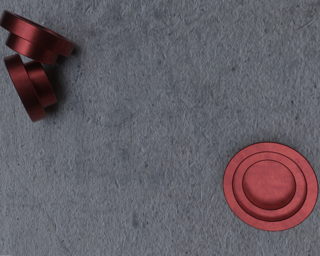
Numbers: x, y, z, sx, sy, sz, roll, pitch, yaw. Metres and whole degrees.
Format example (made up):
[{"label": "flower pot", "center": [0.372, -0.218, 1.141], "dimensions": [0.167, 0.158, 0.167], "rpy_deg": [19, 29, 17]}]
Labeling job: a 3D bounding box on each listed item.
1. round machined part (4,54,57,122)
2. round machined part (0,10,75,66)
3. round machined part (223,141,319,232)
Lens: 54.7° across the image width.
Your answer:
[{"label": "round machined part", "center": [-0.181, -0.060, 0.445], "dimensions": [0.042, 0.098, 0.098], "rpy_deg": [-24, 81, -18]}, {"label": "round machined part", "center": [-0.173, -0.121, 0.431], "dimensions": [0.098, 0.098, 0.042], "rpy_deg": [30, 100, 17]}, {"label": "round machined part", "center": [0.125, 0.064, 0.356], "dimensions": [0.098, 0.042, 0.097], "rpy_deg": [0, 90, 20]}]
